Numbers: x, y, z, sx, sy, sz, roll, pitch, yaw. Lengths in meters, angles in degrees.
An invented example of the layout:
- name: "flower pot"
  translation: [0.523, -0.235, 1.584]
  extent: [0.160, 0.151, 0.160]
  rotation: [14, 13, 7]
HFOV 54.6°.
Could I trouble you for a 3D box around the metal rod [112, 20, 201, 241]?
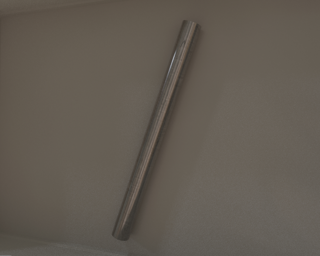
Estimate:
- name: "metal rod"
  translation: [-0.007, 0.008, 0.411]
  extent: [0.025, 0.025, 0.298]
  rotation: [21, 97, 19]
